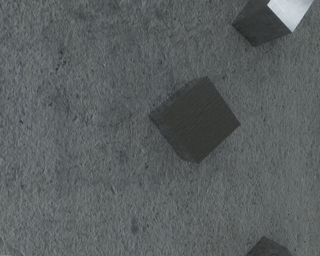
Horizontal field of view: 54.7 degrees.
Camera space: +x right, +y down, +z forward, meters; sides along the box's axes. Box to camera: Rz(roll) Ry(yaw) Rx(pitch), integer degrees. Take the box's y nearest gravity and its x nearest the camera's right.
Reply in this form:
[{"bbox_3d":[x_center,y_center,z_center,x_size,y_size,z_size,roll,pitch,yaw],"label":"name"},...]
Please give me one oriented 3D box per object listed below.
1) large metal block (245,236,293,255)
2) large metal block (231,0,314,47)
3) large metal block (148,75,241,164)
[{"bbox_3d":[0.163,0.224,0.456,0.080,0.050,0.080,-40,103,-16],"label":"large metal block"},{"bbox_3d":[0.162,-0.170,0.439,0.050,0.080,0.080,39,78,-16],"label":"large metal block"},{"bbox_3d":[0.045,-0.011,0.412,0.080,0.050,0.080,-41,103,-15],"label":"large metal block"}]
